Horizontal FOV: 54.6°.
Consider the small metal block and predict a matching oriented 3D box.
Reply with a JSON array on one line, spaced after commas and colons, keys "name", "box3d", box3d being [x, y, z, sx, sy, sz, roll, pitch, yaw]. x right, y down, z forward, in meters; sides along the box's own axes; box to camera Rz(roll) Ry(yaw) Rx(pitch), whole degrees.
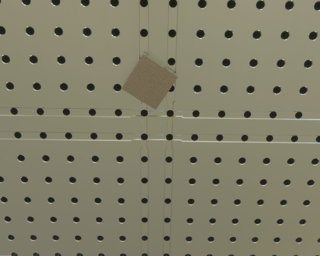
[{"name": "small metal block", "box3d": [-0.013, -0.059, 0.391, 0.050, 0.025, 0.050, 32, 107, -11]}]
